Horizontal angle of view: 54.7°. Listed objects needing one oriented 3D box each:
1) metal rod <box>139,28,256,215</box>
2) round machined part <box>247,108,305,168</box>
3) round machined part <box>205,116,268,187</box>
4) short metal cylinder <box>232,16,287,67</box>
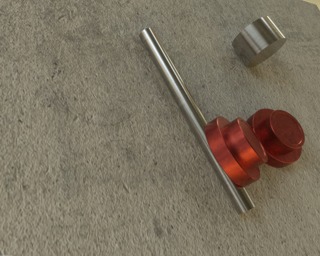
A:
[{"bbox_3d":[0.046,-0.021,0.442,0.025,0.025,0.299,-16,70,-35],"label":"metal rod"},{"bbox_3d":[0.188,0.010,0.491,0.099,0.042,0.098,14,56,-21],"label":"round machined part"},{"bbox_3d":[0.106,0.025,0.411,0.098,0.042,0.098,42,27,-27],"label":"round machined part"},{"bbox_3d":[0.179,-0.155,0.562,0.081,0.080,0.050,-22,74,-36],"label":"short metal cylinder"}]
